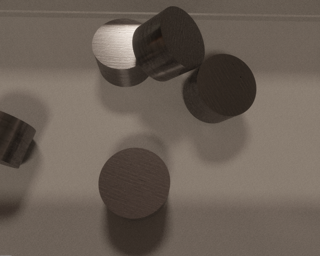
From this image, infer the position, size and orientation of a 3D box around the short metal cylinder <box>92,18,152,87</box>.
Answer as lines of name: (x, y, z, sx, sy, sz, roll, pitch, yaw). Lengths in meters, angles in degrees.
short metal cylinder: (-0.050, -0.104, 0.434, 0.081, 0.050, 0.080, 0, 70, 0)

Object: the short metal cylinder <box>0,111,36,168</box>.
short metal cylinder: (-0.200, 0.011, 0.374, 0.080, 0.080, 0.050, 16, 71, 5)

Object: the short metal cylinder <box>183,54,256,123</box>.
short metal cylinder: (0.076, -0.049, 0.404, 0.081, 0.050, 0.080, 3, 80, -15)

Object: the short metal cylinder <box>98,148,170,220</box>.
short metal cylinder: (-0.029, 0.069, 0.371, 0.081, 0.050, 0.080, 0, 70, 0)

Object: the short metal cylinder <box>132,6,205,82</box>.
short metal cylinder: (0.012, -0.105, 0.394, 0.081, 0.050, 0.080, 16, 67, -42)
